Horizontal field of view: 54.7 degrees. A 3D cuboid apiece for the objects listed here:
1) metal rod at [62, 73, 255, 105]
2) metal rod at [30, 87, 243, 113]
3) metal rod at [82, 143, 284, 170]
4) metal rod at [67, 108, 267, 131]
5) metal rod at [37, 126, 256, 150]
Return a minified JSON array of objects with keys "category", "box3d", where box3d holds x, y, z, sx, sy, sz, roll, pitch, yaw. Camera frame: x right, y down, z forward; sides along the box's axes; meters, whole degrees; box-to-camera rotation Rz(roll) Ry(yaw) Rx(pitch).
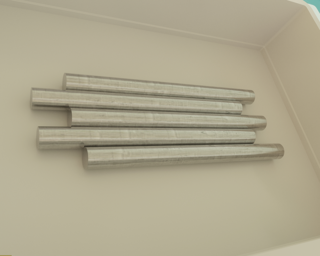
[{"category":"metal rod","box3d":[0.017,-0.053,0.447,0.303,0.025,0.025,1,62,-28]},{"category":"metal rod","box3d":[-0.011,-0.032,0.419,0.303,0.025,0.025,1,62,-28]},{"category":"metal rod","box3d":[0.051,0.035,0.412,0.303,0.025,0.025,1,62,-28]},{"category":"metal rod","box3d":[0.029,-0.009,0.427,0.303,0.025,0.025,1,62,-28]},{"category":"metal rod","box3d":[0.004,0.012,0.400,0.303,0.025,0.025,1,62,-28]}]
